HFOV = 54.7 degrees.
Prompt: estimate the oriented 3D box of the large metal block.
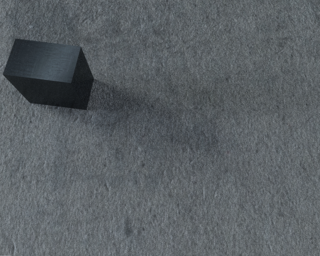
[{"bbox_3d":[-0.138,-0.066,0.402,0.080,0.080,0.050,7,70,2],"label":"large metal block"}]
